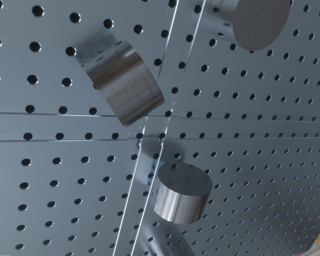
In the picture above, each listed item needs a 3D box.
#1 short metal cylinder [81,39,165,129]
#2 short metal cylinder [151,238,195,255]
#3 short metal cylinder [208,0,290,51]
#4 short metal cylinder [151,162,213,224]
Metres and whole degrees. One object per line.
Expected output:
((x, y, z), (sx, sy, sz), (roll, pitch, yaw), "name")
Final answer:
((-0.039, -0.046, 0.327), (0.050, 0.080, 0.080), (-35, 129, -6), "short metal cylinder")
((0.027, 0.250, 0.567), (0.081, 0.050, 0.079), (-14, 124, -21), "short metal cylinder")
((0.105, -0.138, 0.369), (0.081, 0.050, 0.079), (-14, 125, -21), "short metal cylinder")
((0.031, 0.093, 0.452), (0.081, 0.080, 0.050), (-1, 119, -28), "short metal cylinder")
